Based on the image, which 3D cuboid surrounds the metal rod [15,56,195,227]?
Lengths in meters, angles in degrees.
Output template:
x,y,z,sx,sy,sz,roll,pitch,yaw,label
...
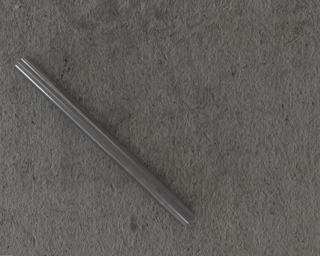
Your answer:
x,y,z,sx,sy,sz,roll,pitch,yaw,label
-0.072,0.018,0.409,0.300,0.025,0.025,43,90,0,metal rod
